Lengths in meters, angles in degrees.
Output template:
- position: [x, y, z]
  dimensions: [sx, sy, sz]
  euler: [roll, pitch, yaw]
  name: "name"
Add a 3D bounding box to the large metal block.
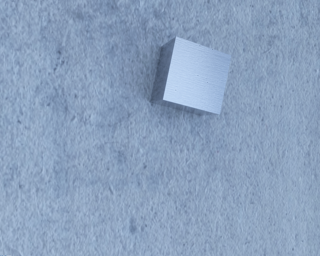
- position: [0.040, -0.065, 0.412]
  dimensions: [0.081, 0.050, 0.080]
  euler: [13, 86, -20]
  name: "large metal block"
